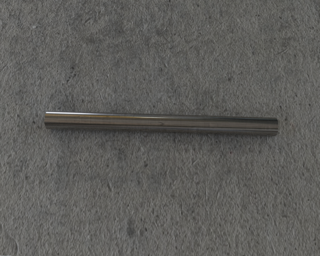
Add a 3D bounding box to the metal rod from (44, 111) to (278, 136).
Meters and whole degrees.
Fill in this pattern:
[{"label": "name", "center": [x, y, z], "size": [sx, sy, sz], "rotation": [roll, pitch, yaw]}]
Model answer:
[{"label": "metal rod", "center": [0.002, -0.006, 0.412], "size": [0.302, 0.025, 0.025], "rotation": [2, 70, 0]}]
